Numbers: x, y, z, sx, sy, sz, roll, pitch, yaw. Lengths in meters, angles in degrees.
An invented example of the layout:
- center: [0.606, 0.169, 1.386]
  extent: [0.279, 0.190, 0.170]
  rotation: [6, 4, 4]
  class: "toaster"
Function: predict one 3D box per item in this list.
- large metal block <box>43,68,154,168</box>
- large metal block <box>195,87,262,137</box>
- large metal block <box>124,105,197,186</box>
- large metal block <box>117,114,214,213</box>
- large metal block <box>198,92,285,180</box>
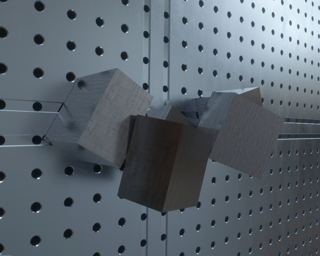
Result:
- center: [-0.064, -0.010, 0.320]
  extent: [0.050, 0.080, 0.080]
  rotation: [37, 67, -34]
  class: "large metal block"
- center: [0.107, -0.014, 0.465]
  extent: [0.050, 0.080, 0.079]
  rotation: [-21, 104, -38]
  class: "large metal block"
- center: [0.008, 0.027, 0.401]
  extent: [0.080, 0.050, 0.080]
  rotation: [39, 66, -33]
  class: "large metal block"
- center: [0.009, 0.036, 0.317]
  extent: [0.080, 0.050, 0.080]
  rotation: [17, 86, -60]
  class: "large metal block"
- center: [0.094, 0.008, 0.384]
  extent: [0.080, 0.050, 0.080]
  rotation: [23, 88, -22]
  class: "large metal block"
